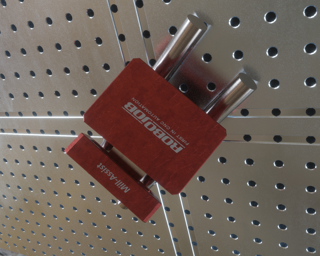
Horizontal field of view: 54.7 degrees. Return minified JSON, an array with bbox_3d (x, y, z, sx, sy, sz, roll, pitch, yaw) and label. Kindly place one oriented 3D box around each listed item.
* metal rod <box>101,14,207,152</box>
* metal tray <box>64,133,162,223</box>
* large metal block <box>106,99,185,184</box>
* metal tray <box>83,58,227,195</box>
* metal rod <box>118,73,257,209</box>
[{"bbox_3d":[-0.036,-0.021,0.416,0.025,0.025,0.298,40,129,0],"label":"metal rod"},{"bbox_3d":[-0.060,0.062,0.410,0.130,0.030,0.090,42,173,-2],"label":"metal tray"},{"bbox_3d":[-0.016,0.016,0.392,0.050,0.080,0.080,41,129,0],"label":"large metal block"},{"bbox_3d":[-0.005,-0.002,0.341,0.130,0.030,0.090,40,85,0],"label":"metal tray"},{"bbox_3d":[0.017,0.037,0.424,0.025,0.025,0.298,41,129,0],"label":"metal rod"}]
